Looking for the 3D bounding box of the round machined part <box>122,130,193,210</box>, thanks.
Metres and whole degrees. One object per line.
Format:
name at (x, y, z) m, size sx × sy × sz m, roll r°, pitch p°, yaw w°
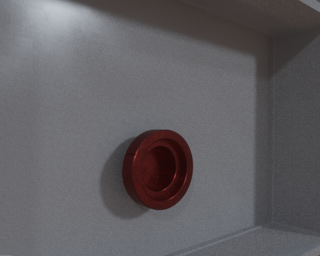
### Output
round machined part at (-0.007, 0.050, 0.392) m, size 0.099 × 0.042 × 0.097 m, roll 0°, pitch 90°, yaw -40°
